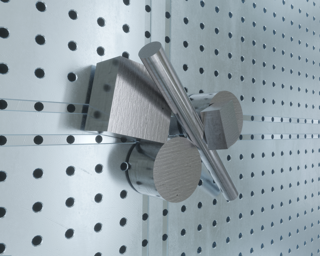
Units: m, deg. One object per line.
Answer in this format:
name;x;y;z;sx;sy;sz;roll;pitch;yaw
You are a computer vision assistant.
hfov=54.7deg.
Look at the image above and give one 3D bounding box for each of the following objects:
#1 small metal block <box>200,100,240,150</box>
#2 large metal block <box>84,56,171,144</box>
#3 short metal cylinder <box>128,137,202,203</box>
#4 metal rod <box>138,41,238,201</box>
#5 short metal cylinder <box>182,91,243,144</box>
small metal block;0.078;-0.004;0.396;0.050;0.025;0.050;-31;110;-55
large metal block;-0.033;-0.028;0.359;0.081;0.050;0.080;14;81;-39
short metal cylinder;0.007;0.050;0.394;0.081;0.050;0.079;0;90;-40
metal rod;0.053;0.015;0.403;0.025;0.025;0.300;-58;137;-24
short metal cylinder;0.076;-0.013;0.453;0.081;0.050;0.079;0;90;-40
